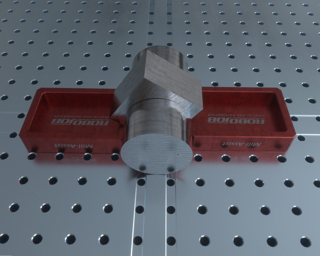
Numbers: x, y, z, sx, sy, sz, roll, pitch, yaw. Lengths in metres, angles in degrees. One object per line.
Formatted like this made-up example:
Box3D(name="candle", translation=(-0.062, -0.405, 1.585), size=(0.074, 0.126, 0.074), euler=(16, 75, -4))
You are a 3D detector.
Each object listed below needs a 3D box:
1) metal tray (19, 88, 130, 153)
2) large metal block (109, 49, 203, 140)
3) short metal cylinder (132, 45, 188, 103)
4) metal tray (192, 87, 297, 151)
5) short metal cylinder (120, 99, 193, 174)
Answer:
Box3D(name="metal tray", translation=(-0.106, -0.012, 0.413), size=(0.131, 0.030, 0.090), euler=(1, 50, 0))
Box3D(name="large metal block", translation=(-0.005, -0.036, 0.383), size=(0.080, 0.080, 0.050), euler=(25, 45, -24))
Box3D(name="short metal cylinder", translation=(0.000, -0.065, 0.426), size=(0.080, 0.080, 0.050), euler=(1, 50, 1))
Box3D(name="metal tray", translation=(0.103, -0.014, 0.416), size=(0.131, 0.030, 0.090), euler=(1, 50, 0))
Box3D(name="short metal cylinder", translation=(-0.003, 0.012, 0.361), size=(0.080, 0.080, 0.050), euler=(1, 50, 1))
